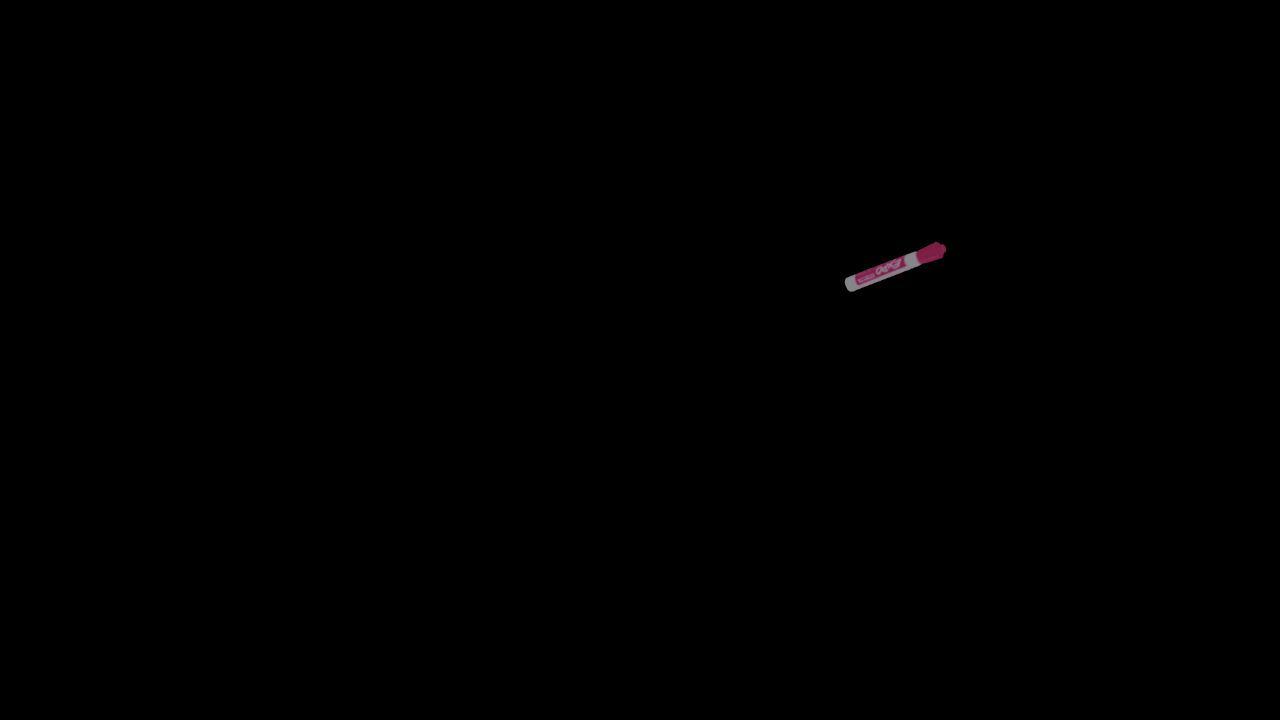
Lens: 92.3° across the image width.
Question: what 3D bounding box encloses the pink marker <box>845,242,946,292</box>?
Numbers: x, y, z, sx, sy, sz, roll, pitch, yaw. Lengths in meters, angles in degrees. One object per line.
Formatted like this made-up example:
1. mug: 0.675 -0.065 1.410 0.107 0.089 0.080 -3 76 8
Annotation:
1. pink marker: 0.293 -0.107 0.711 0.020 0.020 0.121 0 -14 -38
